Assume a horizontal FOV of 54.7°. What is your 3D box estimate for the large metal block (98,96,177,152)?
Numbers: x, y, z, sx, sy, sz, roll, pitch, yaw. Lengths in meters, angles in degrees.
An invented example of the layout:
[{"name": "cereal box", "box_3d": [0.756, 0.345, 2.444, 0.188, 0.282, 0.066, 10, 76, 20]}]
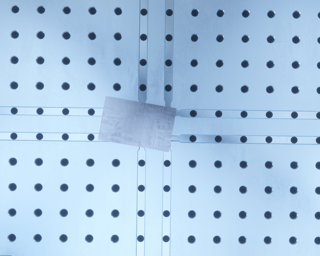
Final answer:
[{"name": "large metal block", "box_3d": [-0.026, -0.005, 0.386, 0.080, 0.080, 0.050, 10, 90, -1]}]
